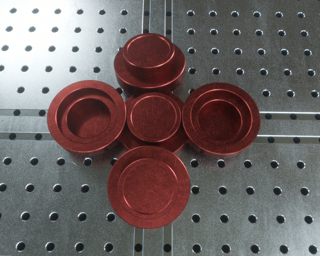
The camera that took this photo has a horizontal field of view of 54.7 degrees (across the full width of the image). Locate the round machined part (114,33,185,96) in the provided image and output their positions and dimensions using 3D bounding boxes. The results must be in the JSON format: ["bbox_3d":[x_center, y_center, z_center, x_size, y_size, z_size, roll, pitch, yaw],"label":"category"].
[{"bbox_3d":[-0.014,-0.092,0.424,0.099,0.042,0.098,-1,56,1],"label":"round machined part"}]

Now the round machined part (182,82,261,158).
[{"bbox_3d":[0.077,-0.007,0.406,0.099,0.042,0.098,0,70,-1],"label":"round machined part"}]

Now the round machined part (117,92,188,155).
[{"bbox_3d":[-0.008,-0.008,0.404,0.099,0.042,0.098,0,70,-1],"label":"round machined part"}]

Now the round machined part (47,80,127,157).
[{"bbox_3d":[-0.091,-0.010,0.405,0.099,0.042,0.098,0,70,-1],"label":"round machined part"}]

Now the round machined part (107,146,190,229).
[{"bbox_3d":[-0.013,0.069,0.365,0.099,0.042,0.097,0,85,0],"label":"round machined part"}]
